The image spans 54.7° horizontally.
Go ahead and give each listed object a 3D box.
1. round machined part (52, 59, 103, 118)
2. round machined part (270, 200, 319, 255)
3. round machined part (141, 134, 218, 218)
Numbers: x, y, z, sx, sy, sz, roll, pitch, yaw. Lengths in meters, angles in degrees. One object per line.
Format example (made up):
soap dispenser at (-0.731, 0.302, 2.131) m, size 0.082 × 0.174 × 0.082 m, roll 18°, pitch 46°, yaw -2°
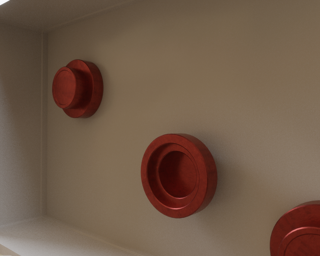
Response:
round machined part at (-0.142, -0.065, 0.513) m, size 0.098 × 0.042 × 0.097 m, roll 0°, pitch 90°, yaw 40°
round machined part at (0.146, 0.117, 0.275) m, size 0.098 × 0.042 × 0.097 m, roll 0°, pitch 90°, yaw 40°
round machined part at (0.027, 0.055, 0.374) m, size 0.098 × 0.042 × 0.097 m, roll 0°, pitch 90°, yaw 40°
